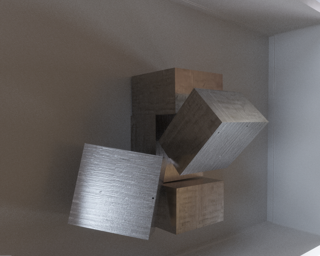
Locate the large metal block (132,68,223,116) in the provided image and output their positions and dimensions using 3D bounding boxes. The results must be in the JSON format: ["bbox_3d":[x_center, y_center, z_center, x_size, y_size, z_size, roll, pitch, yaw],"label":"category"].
[{"bbox_3d":[0.021,-0.041,0.387,0.081,0.080,0.050,-2,91,-40],"label":"large metal block"}]

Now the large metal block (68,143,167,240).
[{"bbox_3d":[-0.041,0.064,0.326,0.050,0.080,0.080,56,44,-79],"label":"large metal block"}]

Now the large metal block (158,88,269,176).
[{"bbox_3d":[0.058,0.004,0.347,0.081,0.079,0.050,-1,46,-40],"label":"large metal block"}]

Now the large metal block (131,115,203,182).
[{"bbox_3d":[0.010,0.024,0.401,0.081,0.050,0.079,-1,91,-40],"label":"large metal block"}]

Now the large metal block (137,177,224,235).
[{"bbox_3d":[0.022,0.090,0.389,0.081,0.080,0.050,0,90,-40],"label":"large metal block"}]
